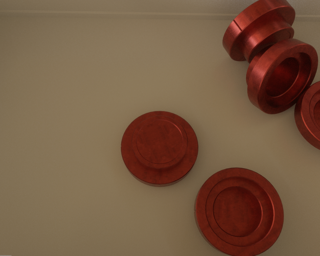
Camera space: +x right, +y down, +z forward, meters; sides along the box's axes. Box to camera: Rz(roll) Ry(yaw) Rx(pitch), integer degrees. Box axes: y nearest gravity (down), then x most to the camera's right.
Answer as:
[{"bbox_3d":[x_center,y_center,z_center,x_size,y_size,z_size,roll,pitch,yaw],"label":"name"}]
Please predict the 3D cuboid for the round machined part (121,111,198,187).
[{"bbox_3d":[-0.001,0.023,0.392,0.099,0.042,0.098,0,70,-1],"label":"round machined part"}]

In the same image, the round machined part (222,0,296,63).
[{"bbox_3d":[0.138,-0.123,0.416,0.099,0.098,0.042,-23,67,-9],"label":"round machined part"}]

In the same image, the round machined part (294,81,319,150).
[{"bbox_3d":[0.226,-0.012,0.408,0.099,0.042,0.098,0,70,-1],"label":"round machined part"}]

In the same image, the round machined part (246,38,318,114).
[{"bbox_3d":[0.153,-0.070,0.406,0.098,0.098,0.042,-30,44,-11],"label":"round machined part"}]

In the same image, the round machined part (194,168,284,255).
[{"bbox_3d":[0.089,0.099,0.366,0.099,0.042,0.098,0,70,-1],"label":"round machined part"}]
